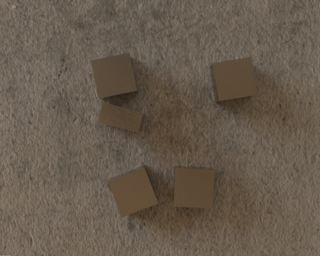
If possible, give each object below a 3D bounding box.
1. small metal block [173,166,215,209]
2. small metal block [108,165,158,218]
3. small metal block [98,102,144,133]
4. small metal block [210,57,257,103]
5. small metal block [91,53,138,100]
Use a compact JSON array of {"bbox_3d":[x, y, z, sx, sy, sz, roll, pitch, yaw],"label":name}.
[{"bbox_3d":[0.044,0.078,0.411,0.050,0.025,0.050,3,90,-1],"label":"small metal block"},{"bbox_3d":[-0.035,0.083,0.410,0.050,0.025,0.050,-21,90,-1],"label":"small metal block"},{"bbox_3d":[-0.048,-0.013,0.397,0.050,0.050,0.025,14,90,-1],"label":"small metal block"},{"bbox_3d":[0.097,-0.063,0.411,0.050,0.025,0.050,-9,90,-1],"label":"small metal block"},{"bbox_3d":[-0.059,-0.067,0.409,0.050,0.025,0.050,-12,90,-1],"label":"small metal block"}]
